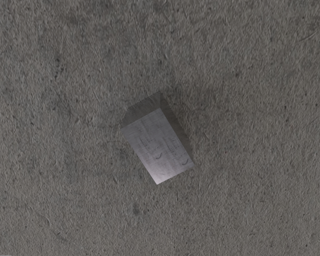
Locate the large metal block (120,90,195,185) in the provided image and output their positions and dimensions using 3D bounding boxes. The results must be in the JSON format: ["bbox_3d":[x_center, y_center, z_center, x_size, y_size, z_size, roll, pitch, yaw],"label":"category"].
[{"bbox_3d":[-0.002,0.008,0.383,0.050,0.080,0.080,-28,108,10],"label":"large metal block"}]
